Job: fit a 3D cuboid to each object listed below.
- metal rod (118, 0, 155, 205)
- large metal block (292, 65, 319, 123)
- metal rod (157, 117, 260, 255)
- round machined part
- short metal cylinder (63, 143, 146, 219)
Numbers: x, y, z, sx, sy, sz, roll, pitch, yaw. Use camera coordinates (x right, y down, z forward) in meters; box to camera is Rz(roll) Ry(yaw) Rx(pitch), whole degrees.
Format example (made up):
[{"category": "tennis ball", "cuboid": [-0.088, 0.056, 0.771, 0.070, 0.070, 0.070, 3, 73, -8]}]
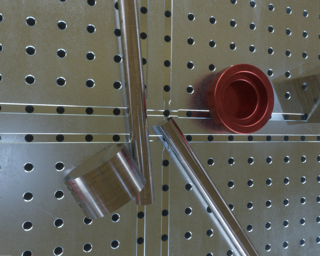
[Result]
[{"category": "metal rod", "cuboid": [-0.032, -0.051, 0.401, 0.025, 0.025, 0.298, -6, 92, -20]}, {"category": "large metal block", "cuboid": [0.275, -0.061, 0.503, 0.081, 0.050, 0.080, -26, 99, -18]}, {"category": "metal rod", "cuboid": [0.086, 0.115, 0.445, 0.025, 0.025, 0.299, -36, 102, -17]}, {"category": "round machined part", "cuboid": [0.111, -0.040, 0.446, 0.099, 0.042, 0.097, 0, 90, -21]}, {"category": "short metal cylinder", "cuboid": [-0.064, 0.060, 0.361, 0.080, 0.080, 0.050, -32, 101, -17]}]
